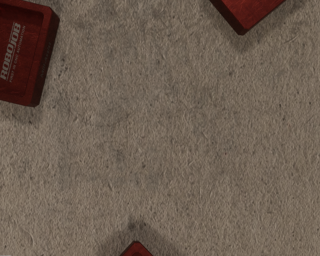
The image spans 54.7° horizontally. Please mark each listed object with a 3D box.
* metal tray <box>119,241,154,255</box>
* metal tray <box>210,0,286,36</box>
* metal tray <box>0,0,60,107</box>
[{"bbox_3d":[-0.015,0.220,0.387,0.130,0.030,0.090,44,72,6],"label":"metal tray"},{"bbox_3d":[0.132,-0.199,0.409,0.130,0.030,0.090,-40,91,-1],"label":"metal tray"},{"bbox_3d":[-0.194,-0.100,0.404,0.091,0.030,0.129,14,90,-1],"label":"metal tray"}]
